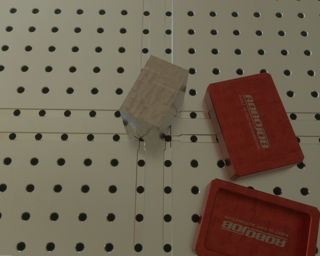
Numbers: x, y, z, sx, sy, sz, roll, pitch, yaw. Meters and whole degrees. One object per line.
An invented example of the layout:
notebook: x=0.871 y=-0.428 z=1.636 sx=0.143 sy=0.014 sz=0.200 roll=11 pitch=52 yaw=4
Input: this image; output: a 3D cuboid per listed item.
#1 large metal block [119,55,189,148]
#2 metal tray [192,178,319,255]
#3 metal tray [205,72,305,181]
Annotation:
large metal block: x=-0.006 y=-0.031 z=0.394 sx=0.050 sy=0.080 sz=0.080 roll=25 pitch=72 yaw=8
metal tray: x=0.112 y=0.122 z=0.365 sx=0.131 sy=0.030 sz=0.090 roll=16 pitch=71 yaw=5
metal tray: x=0.121 y=-0.004 z=0.412 sx=0.091 sy=0.030 sz=0.130 roll=-12 pitch=71 yaw=-5
